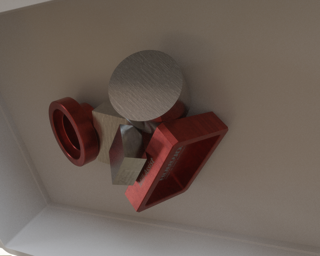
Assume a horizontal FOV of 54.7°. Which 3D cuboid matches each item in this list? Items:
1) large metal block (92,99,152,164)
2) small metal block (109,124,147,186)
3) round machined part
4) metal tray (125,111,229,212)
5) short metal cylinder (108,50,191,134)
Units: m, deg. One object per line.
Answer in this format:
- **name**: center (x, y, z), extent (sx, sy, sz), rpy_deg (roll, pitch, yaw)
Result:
- **large metal block**: center (-0.039, 0.009, 0.415), extent (0.080, 0.050, 0.079), rpy_deg (14, 124, 20)
- **small metal block**: center (-0.039, 0.032, 0.363), extent (0.025, 0.050, 0.050), rpy_deg (8, 132, -23)
- **round machined part**: center (-0.114, 0.002, 0.440), extent (0.098, 0.042, 0.097), rpy_deg (30, 133, 39)
- **metal tray**: center (0.018, 0.043, 0.379), extent (0.030, 0.091, 0.129), rpy_deg (50, 134, 28)
- **short metal cylinder**: center (-0.010, -0.038, 0.343), extent (0.080, 0.080, 0.050), rpy_deg (15, 169, 19)
